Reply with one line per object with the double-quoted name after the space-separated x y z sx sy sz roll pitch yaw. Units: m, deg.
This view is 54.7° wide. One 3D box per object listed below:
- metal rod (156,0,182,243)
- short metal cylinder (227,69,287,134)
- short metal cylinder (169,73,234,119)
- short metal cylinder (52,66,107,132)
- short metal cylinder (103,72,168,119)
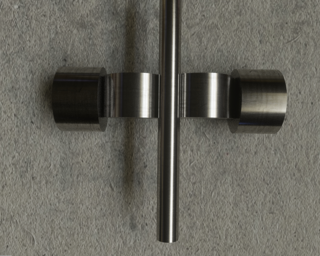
0.010 -0.024 0.350 0.025 0.025 0.298 1 90 0 "metal rod"
0.116 -0.033 0.385 0.050 0.080 0.080 1 90 0 "short metal cylinder"
0.050 -0.037 0.384 0.081 0.080 0.050 1 90 0 "short metal cylinder"
-0.095 -0.035 0.383 0.050 0.080 0.080 1 90 0 "short metal cylinder"
-0.030 -0.037 0.383 0.081 0.080 0.050 1 90 0 "short metal cylinder"
